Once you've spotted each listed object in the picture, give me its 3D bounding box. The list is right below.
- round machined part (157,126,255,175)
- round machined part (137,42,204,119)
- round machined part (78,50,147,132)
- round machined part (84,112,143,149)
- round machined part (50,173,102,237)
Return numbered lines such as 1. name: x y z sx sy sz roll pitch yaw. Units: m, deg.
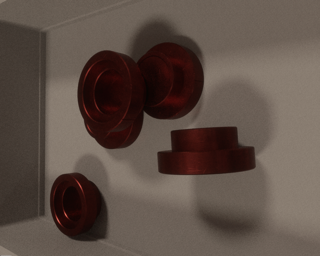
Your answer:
1. round machined part: 0.046 0.022 0.320 0.098 0.099 0.042 -5 87 39
2. round machined part: 0.002 -0.060 0.392 0.098 0.042 0.097 0 90 39
3. round machined part: -0.055 -0.044 0.385 0.098 0.042 0.097 0 90 39
4. round machined part: -0.075 -0.017 0.455 0.098 0.042 0.097 0 90 39
5. round machined part: -0.133 0.121 0.503 0.098 0.042 0.097 0 90 39
